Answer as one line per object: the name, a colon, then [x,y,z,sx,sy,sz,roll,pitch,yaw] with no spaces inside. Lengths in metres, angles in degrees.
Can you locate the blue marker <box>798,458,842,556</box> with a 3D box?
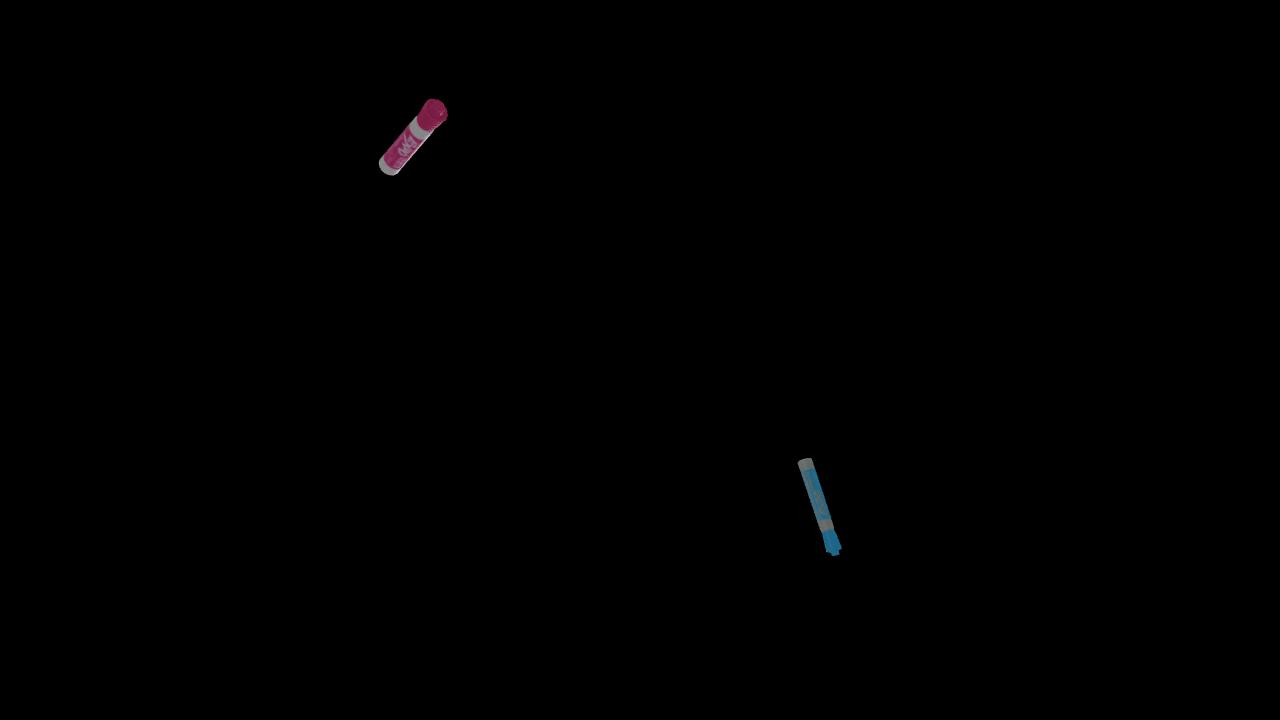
blue marker: [0.222,0.180,0.761,0.020,0.121,0.020,-9,-30,-5]

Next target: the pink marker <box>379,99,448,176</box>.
pink marker: [-0.193,-0.187,0.521,0.020,0.020,0.121,0,-8,-40]
